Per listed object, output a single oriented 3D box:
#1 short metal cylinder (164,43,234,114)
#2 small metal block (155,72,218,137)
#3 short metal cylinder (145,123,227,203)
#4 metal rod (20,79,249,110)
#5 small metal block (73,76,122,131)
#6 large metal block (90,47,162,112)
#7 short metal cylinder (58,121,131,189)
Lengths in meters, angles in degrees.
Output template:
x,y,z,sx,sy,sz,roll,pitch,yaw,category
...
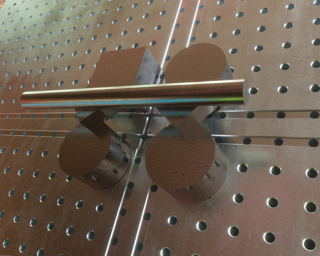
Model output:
x,y,z,sx,sy,sz,roll,pitch,yaw,category
0.053,-0.063,0.403,0.080,0.050,0.080,-13,56,21,short metal cylinder
0.027,-0.027,0.347,0.050,0.025,0.050,-42,51,-1,small metal block
0.031,0.039,0.352,0.080,0.050,0.080,-13,56,21,short metal cylinder
-0.052,-0.036,0.361,0.300,0.025,0.025,1,62,28,metal rod
-0.084,-0.032,0.409,0.050,0.025,0.050,-34,51,5,small metal block
-0.053,-0.070,0.463,0.080,0.050,0.080,1,62,29,large metal block
-0.087,0.035,0.415,0.080,0.050,0.080,-13,56,21,short metal cylinder
